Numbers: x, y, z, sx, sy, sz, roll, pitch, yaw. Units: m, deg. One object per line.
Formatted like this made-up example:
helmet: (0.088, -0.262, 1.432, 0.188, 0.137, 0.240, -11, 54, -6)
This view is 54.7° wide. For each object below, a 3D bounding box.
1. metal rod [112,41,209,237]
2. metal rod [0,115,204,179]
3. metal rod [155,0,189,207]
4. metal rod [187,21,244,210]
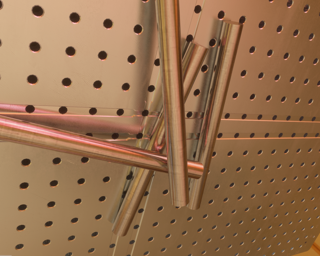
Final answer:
metal rod: (-0.007, 0.028, 0.426, 0.025, 0.025, 0.298, 10, 113, -33)
metal rod: (-0.075, 0.024, 0.365, 0.302, 0.025, 0.025, 16, 110, -28)
metal rod: (0.015, -0.043, 0.354, 0.025, 0.025, 0.298, -13, 112, -22)
metal rod: (0.073, 0.000, 0.453, 0.025, 0.025, 0.298, -7, 122, -25)
